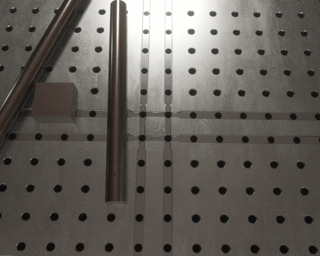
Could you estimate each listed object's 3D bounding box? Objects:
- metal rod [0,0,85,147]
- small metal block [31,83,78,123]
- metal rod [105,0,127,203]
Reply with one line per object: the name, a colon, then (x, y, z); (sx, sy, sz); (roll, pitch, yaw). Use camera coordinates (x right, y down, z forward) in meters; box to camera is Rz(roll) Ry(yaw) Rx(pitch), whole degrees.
metal rod: (-0.175, -0.094, 0.443); (0.025, 0.025, 0.300); (19, 71, 6)
small metal block: (-0.142, -0.034, 0.422); (0.050, 0.025, 0.050); (0, 70, -1)
metal rod: (-0.059, -0.049, 0.429); (0.025, 0.025, 0.299); (-2, 70, -1)
